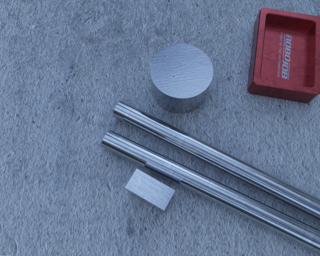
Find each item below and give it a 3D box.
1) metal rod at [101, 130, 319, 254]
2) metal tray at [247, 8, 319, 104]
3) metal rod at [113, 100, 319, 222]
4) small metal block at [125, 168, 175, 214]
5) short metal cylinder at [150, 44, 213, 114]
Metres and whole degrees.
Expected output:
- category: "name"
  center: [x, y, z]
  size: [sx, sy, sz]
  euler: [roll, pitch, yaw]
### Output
- category: "metal rod"
  center: [0.065, 0.077, 0.380]
  size: [0.301, 0.025, 0.025]
  euler: [25, 72, 8]
- category: "metal tray"
  center: [0.180, -0.106, 0.445]
  size: [0.090, 0.030, 0.130]
  euler: [11, 70, 3]
- category: "metal rod"
  center: [0.076, 0.041, 0.393]
  size: [0.301, 0.025, 0.025]
  euler: [27, 72, 9]
- category: "small metal block"
  center: [-0.011, 0.076, 0.367]
  size: [0.050, 0.050, 0.025]
  euler: [28, 73, 10]
- category: "short metal cylinder"
  center: [0.028, -0.066, 0.419]
  size: [0.081, 0.050, 0.080]
  euler: [0, 70, 0]
